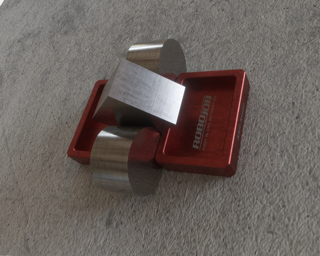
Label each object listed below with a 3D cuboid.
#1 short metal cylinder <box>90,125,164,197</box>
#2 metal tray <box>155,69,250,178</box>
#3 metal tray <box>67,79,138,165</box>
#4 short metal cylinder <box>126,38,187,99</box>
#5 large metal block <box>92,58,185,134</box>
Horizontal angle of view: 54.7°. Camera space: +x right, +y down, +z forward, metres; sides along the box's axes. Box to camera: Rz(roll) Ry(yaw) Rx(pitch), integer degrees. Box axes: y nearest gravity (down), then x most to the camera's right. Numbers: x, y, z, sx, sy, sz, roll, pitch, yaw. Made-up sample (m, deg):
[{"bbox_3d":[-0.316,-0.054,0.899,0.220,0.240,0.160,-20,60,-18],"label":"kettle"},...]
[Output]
[{"bbox_3d":[-0.036,0.037,0.366,0.050,0.080,0.080,2,63,29],"label":"short metal cylinder"},{"bbox_3d":[0.054,-0.009,0.380,0.090,0.030,0.130,2,62,29],"label":"metal tray"},{"bbox_3d":[-0.070,-0.010,0.445,0.090,0.030,0.130,2,62,29],"label":"metal tray"},{"bbox_3d":[-0.004,-0.078,0.420,0.050,0.080,0.080,2,63,29],"label":"short metal cylinder"},{"bbox_3d":[-0.028,-0.030,0.377,0.080,0.080,0.050,-35,36,61],"label":"large metal block"}]
